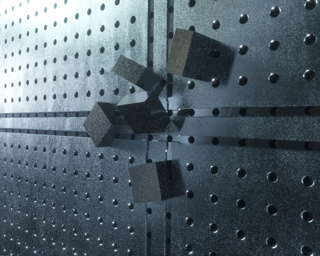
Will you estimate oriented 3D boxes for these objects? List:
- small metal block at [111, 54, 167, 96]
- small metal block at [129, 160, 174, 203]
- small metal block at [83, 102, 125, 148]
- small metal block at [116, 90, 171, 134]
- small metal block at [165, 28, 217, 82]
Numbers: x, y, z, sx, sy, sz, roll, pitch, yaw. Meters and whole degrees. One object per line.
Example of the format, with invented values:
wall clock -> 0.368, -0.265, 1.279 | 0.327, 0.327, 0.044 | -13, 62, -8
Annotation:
small metal block -> -0.027, -0.069, 0.414 | 0.050, 0.050, 0.025 | 33, 96, 35
small metal block -> -0.012, 0.073, 0.421 | 0.050, 0.025, 0.050 | -16, 80, 39
small metal block -> -0.089, -0.005, 0.485 | 0.050, 0.025, 0.050 | -52, 60, 27
small metal block -> -0.021, -0.020, 0.411 | 0.050, 0.025, 0.050 | -4, 128, 40
small metal block -> 0.037, -0.084, 0.363 | 0.025, 0.050, 0.050 | 23, 105, 38
